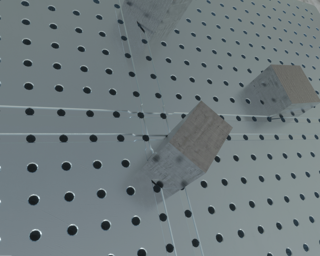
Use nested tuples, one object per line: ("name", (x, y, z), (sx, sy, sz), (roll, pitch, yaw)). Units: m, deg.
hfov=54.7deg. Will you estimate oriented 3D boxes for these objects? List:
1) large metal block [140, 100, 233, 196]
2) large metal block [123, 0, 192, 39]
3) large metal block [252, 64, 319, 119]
("large metal block", (0.031, 0.026, 0.376), (0.050, 0.080, 0.080), (41, 51, -1))
("large metal block", (-0.004, -0.206, 0.498), (0.050, 0.080, 0.080), (-29, 78, -38))
("large metal block", (0.227, -0.066, 0.558), (0.081, 0.050, 0.080), (-5, 65, -31))
